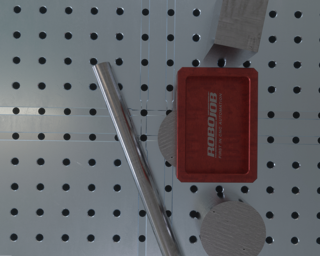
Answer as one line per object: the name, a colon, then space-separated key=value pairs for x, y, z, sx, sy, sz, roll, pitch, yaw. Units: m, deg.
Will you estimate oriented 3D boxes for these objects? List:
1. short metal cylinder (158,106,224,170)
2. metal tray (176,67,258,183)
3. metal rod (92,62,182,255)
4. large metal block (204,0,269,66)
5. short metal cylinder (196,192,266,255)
short metal cylinder: x=0.038 y=0.012 z=0.401 sx=0.081 sy=0.050 sz=0.079 roll=0 pitch=90 yaw=0
metal tray: x=0.064 y=-0.003 z=0.361 sx=0.091 sy=0.030 sz=0.129 roll=0 pitch=90 yaw=-1
metal rod: x=-0.026 y=0.057 z=0.413 sx=0.025 sy=0.025 sz=0.299 roll=-21 pitch=90 yaw=0
large metal block: x=0.093 y=-0.129 z=0.387 sx=0.050 sy=0.080 sz=0.080 roll=12 pitch=90 yaw=0
short metal cylinder: x=0.089 y=0.128 z=0.402 sx=0.081 sy=0.050 sz=0.079 roll=0 pitch=90 yaw=0
